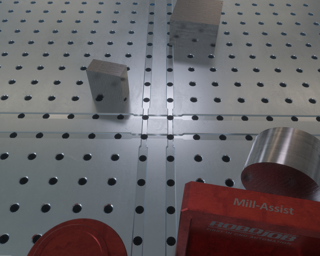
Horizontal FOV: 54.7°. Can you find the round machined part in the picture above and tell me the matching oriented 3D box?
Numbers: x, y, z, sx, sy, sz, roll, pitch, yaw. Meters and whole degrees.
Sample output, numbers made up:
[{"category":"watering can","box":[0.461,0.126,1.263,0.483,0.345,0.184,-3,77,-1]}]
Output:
[{"category":"round machined part","box":[-0.079,0.130,0.287,0.099,0.042,0.098,0,50,0]}]

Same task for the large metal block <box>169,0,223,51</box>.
[{"category":"large metal block","box":[0.064,-0.186,0.548,0.080,0.050,0.080,10,51,8]}]

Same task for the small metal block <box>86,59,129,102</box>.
[{"category":"small metal block","box":[-0.074,-0.068,0.448,0.050,0.050,0.025,12,51,10]}]

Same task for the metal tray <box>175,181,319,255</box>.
[{"category":"metal tray","box":[0.083,0.097,0.281,0.131,0.089,0.030,8,41,7]}]

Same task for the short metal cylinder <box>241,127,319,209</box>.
[{"category":"short metal cylinder","box":[0.135,0.045,0.335,0.080,0.080,0.050,21,53,17]}]
